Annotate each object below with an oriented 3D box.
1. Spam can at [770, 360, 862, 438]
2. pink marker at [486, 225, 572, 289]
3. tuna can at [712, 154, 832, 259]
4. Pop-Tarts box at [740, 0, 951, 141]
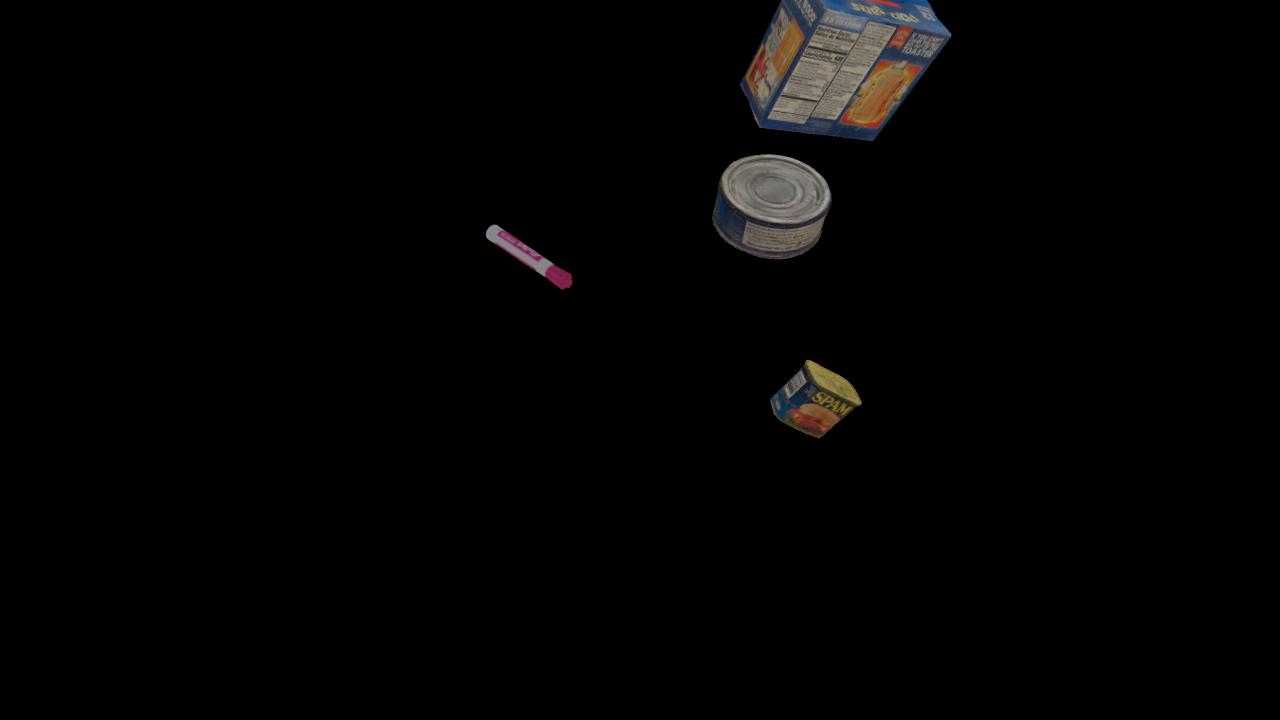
[{"bbox_3d":[0.255,0.060,0.900,0.101,0.085,0.058,25,33,-24],"label":"Spam can"},{"bbox_3d":[-0.118,-0.110,0.657,0.121,0.020,0.020,35,15,23],"label":"pink marker"},{"bbox_3d":[0.098,-0.117,0.460,0.084,0.084,0.034,0,-37,-3],"label":"tuna can"},{"bbox_3d":[0.222,-0.333,0.686,0.167,0.083,0.141,-3,-30,-22],"label":"Pop-Tarts box"}]
